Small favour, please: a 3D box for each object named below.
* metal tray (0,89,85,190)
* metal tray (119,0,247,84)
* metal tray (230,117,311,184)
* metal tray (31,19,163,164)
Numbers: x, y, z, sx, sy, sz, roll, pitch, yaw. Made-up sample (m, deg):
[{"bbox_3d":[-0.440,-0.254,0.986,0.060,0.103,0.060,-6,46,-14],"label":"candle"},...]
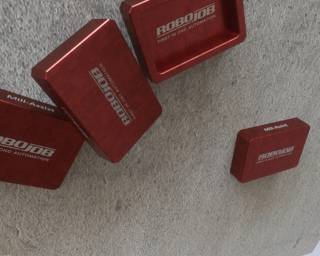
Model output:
[{"bbox_3d":[-0.154,0.012,0.327,0.131,0.030,0.090,20,108,-36],"label":"metal tray"},{"bbox_3d":[0.031,-0.117,0.347,0.131,0.030,0.090,-28,128,-11],"label":"metal tray"},{"bbox_3d":[0.188,0.037,0.529,0.131,0.030,0.089,-11,123,-23],"label":"metal tray"},{"bbox_3d":[-0.057,-0.036,0.329,0.090,0.030,0.130,-50,133,-23],"label":"metal tray"}]
